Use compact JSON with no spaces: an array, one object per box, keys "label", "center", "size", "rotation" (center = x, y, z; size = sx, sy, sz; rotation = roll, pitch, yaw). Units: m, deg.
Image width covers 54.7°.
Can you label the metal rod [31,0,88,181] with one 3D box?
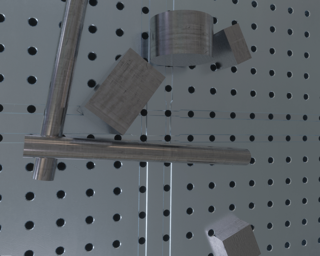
[{"label":"metal rod","center":[-0.112,-0.087,0.371],"size":[0.025,0.025,0.298],"rotation":[11,86,-20]}]

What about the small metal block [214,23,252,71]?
[{"label":"small metal block","center":[0.095,-0.112,0.434],"size":[0.025,0.050,0.050],"rotation":[-27,99,-18]}]

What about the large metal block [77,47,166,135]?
[{"label":"large metal block","center":[-0.049,-0.039,0.365],"size":[0.050,0.080,0.080],"rotation":[38,78,-16]}]

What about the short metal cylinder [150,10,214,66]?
[{"label":"short metal cylinder","center":[0.027,-0.111,0.394],"size":[0.081,0.080,0.050],"rotation":[-1,91,-20]}]

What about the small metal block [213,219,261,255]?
[{"label":"small metal block","center":[0.114,0.172,0.455],"size":[0.050,0.025,0.050],"rotation":[-24,98,-19]}]

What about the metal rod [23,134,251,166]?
[{"label":"metal rod","center":[-0.009,0.031,0.394],"size":[0.302,0.025,0.025],"rotation":[5,89,-26]}]
